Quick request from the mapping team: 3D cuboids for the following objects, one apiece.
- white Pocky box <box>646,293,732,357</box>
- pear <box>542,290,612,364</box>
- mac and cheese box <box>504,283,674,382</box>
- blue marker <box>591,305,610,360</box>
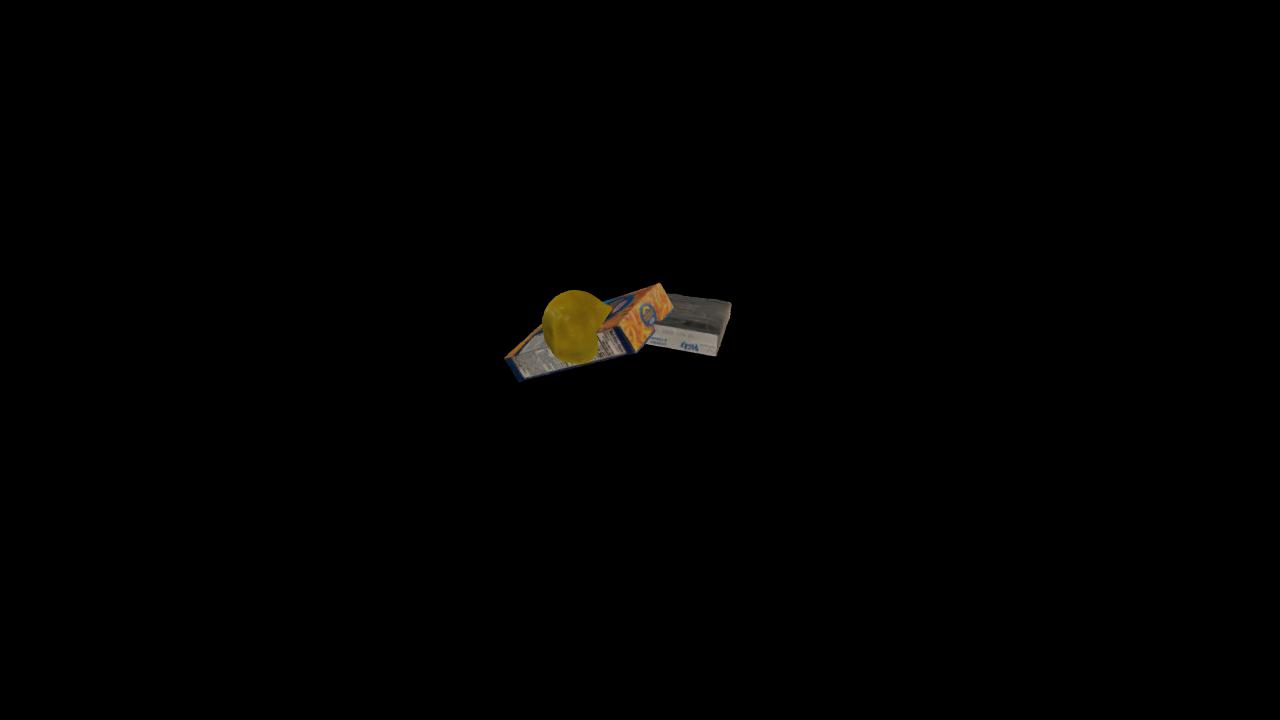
[{"bbox_3d":[0.055,-0.044,0.696,0.084,0.028,0.154,10,19,10],"label":"white Pocky box"},{"bbox_3d":[-0.045,-0.039,0.650,0.111,0.080,0.080,-13,6,-25],"label":"pear"},{"bbox_3d":[-0.060,-0.028,0.682,0.184,0.041,0.093,-14,24,39],"label":"mac and cheese box"},{"bbox_3d":[-0.045,-0.034,0.741,0.121,0.020,0.020,7,2,14],"label":"blue marker"}]
